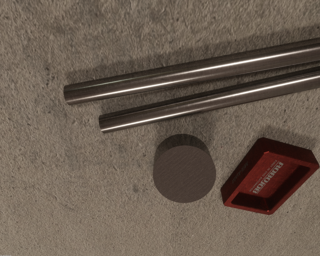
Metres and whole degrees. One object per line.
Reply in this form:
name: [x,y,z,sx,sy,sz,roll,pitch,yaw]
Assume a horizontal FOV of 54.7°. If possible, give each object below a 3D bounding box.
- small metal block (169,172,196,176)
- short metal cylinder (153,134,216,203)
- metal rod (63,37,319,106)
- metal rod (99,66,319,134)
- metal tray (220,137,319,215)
small metal block: [0.039,0.076,0.473,0.050,0.025,0.050,-2,130,1]
short metal cylinder: [0.031,0.053,0.418,0.081,0.050,0.079,0,106,0]
metal rod: [0.037,-0.063,0.353,0.301,0.025,0.025,-9,130,7]
metal rod: [0.071,-0.035,0.378,0.301,0.025,0.025,-12,129,9]
metal tray: [0.162,0.078,0.472,0.091,0.030,0.129,15,129,-13]
